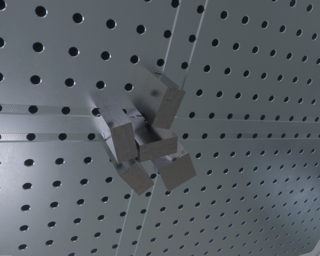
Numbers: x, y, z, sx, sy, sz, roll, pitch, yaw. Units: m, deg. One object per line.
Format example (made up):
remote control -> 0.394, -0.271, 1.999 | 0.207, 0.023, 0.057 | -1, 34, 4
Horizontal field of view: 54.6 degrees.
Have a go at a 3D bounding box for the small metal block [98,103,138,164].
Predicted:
small metal block -> -0.050, 0.006, 0.370 | 0.025, 0.050, 0.050 | -19, 126, -17

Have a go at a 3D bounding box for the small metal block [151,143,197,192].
small metal block -> 0.021, 0.059, 0.459 | 0.050, 0.025, 0.050 | -30, 128, -10

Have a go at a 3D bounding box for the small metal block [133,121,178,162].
small metal block -> -0.012, 0.014, 0.397 | 0.050, 0.050, 0.025 | -13, 124, -21

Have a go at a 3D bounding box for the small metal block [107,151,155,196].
small metal block -> -0.038, 0.053, 0.406 | 0.025, 0.050, 0.050 | -37, 129, -3

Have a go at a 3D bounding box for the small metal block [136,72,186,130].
small metal block -> -0.001, -0.033, 0.373 | 0.025, 0.050, 0.050 | 10, 113, -33
